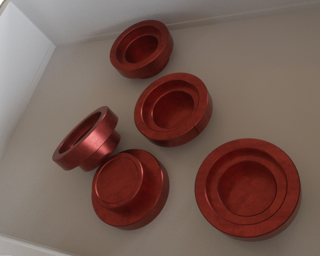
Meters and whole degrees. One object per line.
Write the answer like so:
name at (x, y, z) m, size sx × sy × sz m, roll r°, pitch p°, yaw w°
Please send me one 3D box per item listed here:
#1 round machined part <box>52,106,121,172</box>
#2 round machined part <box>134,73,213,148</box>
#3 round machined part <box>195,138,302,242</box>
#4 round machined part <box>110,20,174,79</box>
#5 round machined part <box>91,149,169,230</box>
round machined part at (-0.091, 0.019, 0.411) m, size 0.098 × 0.042 × 0.098 m, roll -35°, pitch 22°, yaw 17°
round machined part at (0.020, -0.019, 0.395) m, size 0.098 × 0.042 × 0.098 m, roll -13°, pitch 56°, yaw 20°
round machined part at (0.088, 0.063, 0.310) m, size 0.098 × 0.042 × 0.098 m, roll -13°, pitch 56°, yaw 20°
round machined part at (-0.024, -0.115, 0.477) m, size 0.098 × 0.042 × 0.098 m, roll -13°, pitch 56°, yaw 20°
round machined part at (-0.042, 0.069, 0.373) m, size 0.098 × 0.042 × 0.098 m, roll -13°, pitch 56°, yaw 20°
